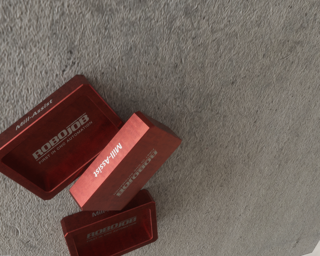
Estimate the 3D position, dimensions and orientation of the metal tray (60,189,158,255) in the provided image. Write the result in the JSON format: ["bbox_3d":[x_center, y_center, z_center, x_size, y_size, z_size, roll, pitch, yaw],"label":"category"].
[{"bbox_3d":[-0.070,0.151,0.458,0.131,0.030,0.089,-16,125,-20],"label":"metal tray"}]

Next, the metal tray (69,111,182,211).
[{"bbox_3d":[-0.039,0.047,0.390,0.130,0.030,0.090,-49,151,7],"label":"metal tray"}]

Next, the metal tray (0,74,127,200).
[{"bbox_3d":[-0.110,0.013,0.351,0.130,0.030,0.090,-39,130,-2],"label":"metal tray"}]
